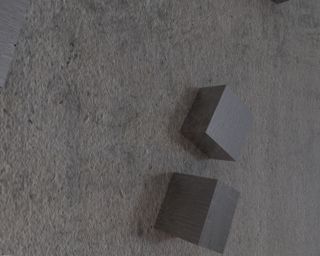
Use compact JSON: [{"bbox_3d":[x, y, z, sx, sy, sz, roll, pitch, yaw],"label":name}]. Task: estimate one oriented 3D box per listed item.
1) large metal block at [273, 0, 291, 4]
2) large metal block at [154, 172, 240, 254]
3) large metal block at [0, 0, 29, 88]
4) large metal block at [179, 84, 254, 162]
[{"bbox_3d":[0.225,-0.291,0.576,0.081,0.050,0.080,11,83,-40],"label":"large metal block"},{"bbox_3d":[0.048,0.109,0.410,0.050,0.080,0.080,33,70,-35],"label":"large metal block"},{"bbox_3d":[-0.164,-0.082,0.250,0.080,0.050,0.080,19,78,-38],"label":"large metal block"},{"bbox_3d":[0.086,-0.006,0.461,0.080,0.050,0.080,40,66,-33],"label":"large metal block"}]
